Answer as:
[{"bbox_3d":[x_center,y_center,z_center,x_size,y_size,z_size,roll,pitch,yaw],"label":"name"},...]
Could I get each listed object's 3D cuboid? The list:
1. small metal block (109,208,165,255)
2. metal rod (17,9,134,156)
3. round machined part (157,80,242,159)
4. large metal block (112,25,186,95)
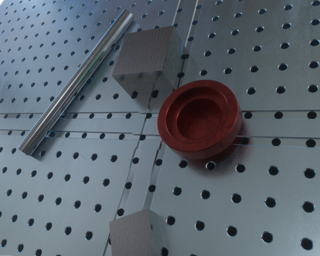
[{"bbox_3d":[-0.026,0.124,0.345,0.050,0.025,0.050,-23,53,14],"label":"small metal block"},{"bbox_3d":[-0.137,-0.083,0.529,0.025,0.025,0.300,24,74,36],"label":"metal rod"},{"bbox_3d":[0.050,-0.007,0.374,0.098,0.042,0.098,-13,56,20],"label":"round machined part"},{"bbox_3d":[-0.014,-0.098,0.458,0.080,0.050,0.080,0,61,27],"label":"large metal block"}]
